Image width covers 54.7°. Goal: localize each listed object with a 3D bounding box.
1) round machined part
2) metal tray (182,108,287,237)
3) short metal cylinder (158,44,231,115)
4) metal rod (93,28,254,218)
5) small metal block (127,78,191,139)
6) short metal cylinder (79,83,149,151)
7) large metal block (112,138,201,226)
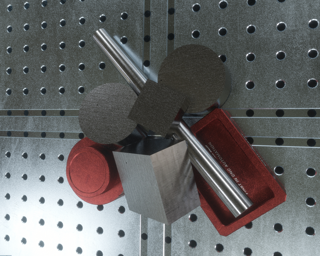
[{"bbox_3d":[-0.090,0.059,0.430,0.098,0.042,0.097,0,90,19],"label":"round machined part"},{"bbox_3d":[0.077,0.052,0.379,0.090,0.030,0.130,-38,78,16],"label":"metal tray"},{"bbox_3d":[0.044,-0.057,0.380,0.080,0.050,0.079,0,90,20],"label":"short metal cylinder"},{"bbox_3d":[0.003,-0.022,0.381,0.025,0.025,0.300,-45,67,14],"label":"metal rod"},{"bbox_3d":[-0.001,-0.021,0.353,0.050,0.025,0.050,28,91,18],"label":"small metal block"},{"bbox_3d":[-0.057,-0.012,0.404,0.080,0.050,0.080,-3,73,10],"label":"short metal cylinder"},{"bbox_3d":[-0.005,0.059,0.369,0.080,0.050,0.080,-1,107,53],"label":"large metal block"}]
